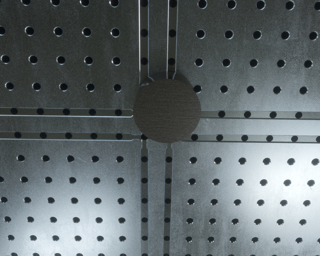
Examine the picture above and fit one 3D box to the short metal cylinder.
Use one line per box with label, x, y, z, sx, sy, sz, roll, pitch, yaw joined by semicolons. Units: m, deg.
short metal cylinder;0.009;-0.027;0.390;0.080;0.050;0.079;0;110;0
